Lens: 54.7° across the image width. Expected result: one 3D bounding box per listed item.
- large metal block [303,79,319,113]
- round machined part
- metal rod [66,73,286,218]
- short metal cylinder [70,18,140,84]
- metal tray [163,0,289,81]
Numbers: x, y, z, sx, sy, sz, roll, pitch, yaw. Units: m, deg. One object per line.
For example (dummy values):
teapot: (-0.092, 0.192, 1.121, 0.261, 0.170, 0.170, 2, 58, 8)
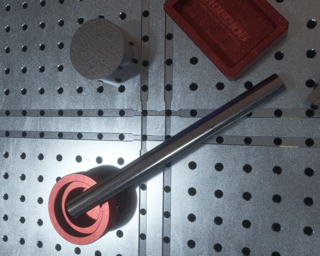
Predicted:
large metal block: (0.213, -0.041, 0.325, 0.080, 0.050, 0.080, 34, 101, 16)
round machined part: (-0.104, 0.110, 0.439, 0.098, 0.042, 0.097, 0, 90, 19)
metal rod: (0.014, 0.026, 0.381, 0.300, 0.025, 0.025, -32, 80, 7)
short metal cylinder: (-0.074, -0.103, 0.424, 0.080, 0.050, 0.079, 0, 90, 19)
metal tray: (0.079, -0.134, 0.381, 0.090, 0.030, 0.130, -42, 77, 14)
